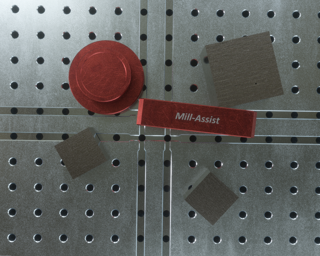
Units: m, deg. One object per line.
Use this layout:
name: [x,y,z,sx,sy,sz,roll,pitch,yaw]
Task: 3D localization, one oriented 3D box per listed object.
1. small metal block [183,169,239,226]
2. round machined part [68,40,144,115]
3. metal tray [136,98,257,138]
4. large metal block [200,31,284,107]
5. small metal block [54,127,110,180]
small metal block: [0.067,0.092,0.414,0.050,0.025,0.050,43,90,-1]
round machined part: [-0.070,-0.066,0.404,0.099,0.042,0.097,0,90,-1]
metal tray: [0.041,-0.011,0.381,0.131,0.090,0.030,7,90,-1]
large metal block: [0.103,-0.071,0.402,0.080,0.050,0.080,-13,90,-1]
small metal block: [-0.102,0.033,0.412,0.050,0.025,0.050,-29,90,-1]
